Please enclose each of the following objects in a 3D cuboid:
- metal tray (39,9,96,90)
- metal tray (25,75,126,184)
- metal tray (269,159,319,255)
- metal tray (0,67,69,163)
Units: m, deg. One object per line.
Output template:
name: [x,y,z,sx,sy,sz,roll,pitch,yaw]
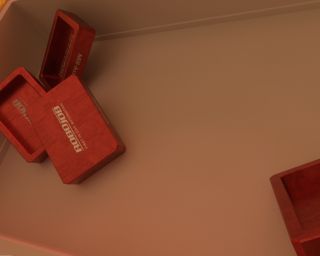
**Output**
metal tray: [-0.158,-0.119,0.516,0.090,0.030,0.129,43,119,38]
metal tray: [-0.119,0.002,0.434,0.090,0.030,0.130,-35,74,5]
metal tray: [0.140,0.055,0.236,0.090,0.130,0.030,-24,93,16]
metal tray: [-0.204,-0.020,0.484,0.090,0.030,0.130,-44,80,-3]
